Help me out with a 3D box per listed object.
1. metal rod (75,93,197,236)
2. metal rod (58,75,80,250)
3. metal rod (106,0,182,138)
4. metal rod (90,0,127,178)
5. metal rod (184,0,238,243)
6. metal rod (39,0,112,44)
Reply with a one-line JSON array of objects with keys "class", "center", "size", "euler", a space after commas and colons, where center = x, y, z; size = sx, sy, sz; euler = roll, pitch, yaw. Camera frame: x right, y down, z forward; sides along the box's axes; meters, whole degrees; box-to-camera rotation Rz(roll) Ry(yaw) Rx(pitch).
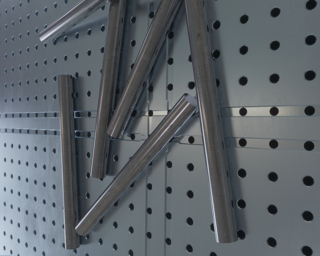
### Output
[{"class": "metal rod", "center": [-0.045, 0.067, 0.448], "size": [0.299, 0.025, 0.025], "euler": [-50, 61, 28]}, {"class": "metal rod", "center": [-0.159, 0.057, 0.542], "size": [0.025, 0.025, 0.298], "euler": [-6, 86, 40]}, {"class": "metal rod", "center": [-0.008, -0.117, 0.416], "size": [0.025, 0.025, 0.298], "euler": [39, 114, 33]}, {"class": "metal rod", "center": [-0.078, -0.071, 0.475], "size": [0.025, 0.025, 0.298], "euler": [13, 98, 39]}, {"class": "metal rod", "center": [0.057, -0.022, 0.362], "size": [0.025, 0.025, 0.299], "euler": [-12, 83, 39]}, {"class": "metal rod", "center": [-0.118, -0.186, 0.483], "size": [0.299, 0.025, 0.025], "euler": [-7, 85, 47]}]
